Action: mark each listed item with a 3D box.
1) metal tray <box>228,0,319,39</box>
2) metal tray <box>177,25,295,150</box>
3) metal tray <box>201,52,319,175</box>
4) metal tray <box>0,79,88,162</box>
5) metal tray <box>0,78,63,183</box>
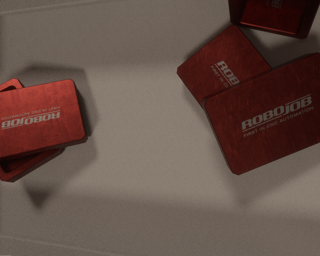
[{"bbox_3d":[0.116,-0.141,0.312,0.090,0.130,0.030,19,85,18],"label":"metal tray"},{"bbox_3d":[0.093,-0.046,0.375,0.090,0.030,0.130,-37,78,15],"label":"metal tray"},{"bbox_3d":[0.122,-0.015,0.337,0.130,0.030,0.090,-23,98,4],"label":"metal tray"},{"bbox_3d":[-0.176,-0.011,0.433,0.131,0.030,0.090,-13,79,-10],"label":"metal tray"},{"bbox_3d":[-0.216,0.003,0.456,0.090,0.030,0.130,-33,83,-13],"label":"metal tray"}]
